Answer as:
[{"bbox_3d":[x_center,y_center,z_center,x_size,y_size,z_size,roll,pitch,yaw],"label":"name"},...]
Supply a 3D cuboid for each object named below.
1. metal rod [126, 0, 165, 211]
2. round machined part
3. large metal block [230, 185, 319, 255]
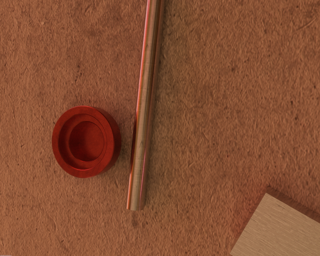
[{"bbox_3d":[-0.019,-0.040,0.415,0.025,0.025,0.298,7,92,20],"label":"metal rod"},{"bbox_3d":[-0.098,0.019,0.434,0.098,0.042,0.097,0,90,20],"label":"round machined part"},{"bbox_3d":[0.137,0.123,0.347,0.080,0.050,0.080,30,100,17],"label":"large metal block"}]
